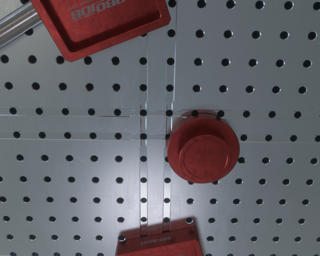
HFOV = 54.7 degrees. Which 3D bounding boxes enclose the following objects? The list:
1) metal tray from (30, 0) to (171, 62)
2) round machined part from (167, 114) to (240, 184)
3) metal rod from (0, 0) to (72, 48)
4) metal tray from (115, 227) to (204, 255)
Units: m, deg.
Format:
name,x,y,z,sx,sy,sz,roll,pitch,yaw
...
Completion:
name,x,y,z,sx,sy,sz,roll,pitch,yaw
metal tray,-0.063,-0.138,0.341,0.131,0.030,0.090,-20,128,4
round machined part,0.059,0.033,0.417,0.099,0.042,0.097,0,110,0
metal rod,-0.107,-0.156,0.354,0.301,0.025,0.025,-27,108,9
metal tray,0.004,0.213,0.489,0.131,0.030,0.089,-13,110,4
